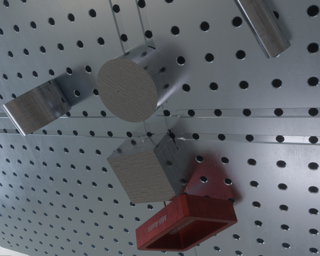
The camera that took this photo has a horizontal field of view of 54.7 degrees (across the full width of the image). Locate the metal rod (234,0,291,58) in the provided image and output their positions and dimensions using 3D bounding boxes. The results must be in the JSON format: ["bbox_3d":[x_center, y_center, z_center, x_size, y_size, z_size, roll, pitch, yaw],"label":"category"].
[{"bbox_3d":[0.032,-0.195,0.273,0.025,0.025,0.299,-26,105,37],"label":"metal rod"}]

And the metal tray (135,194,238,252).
[{"bbox_3d":[0.034,0.141,0.445,0.091,0.030,0.129,15,136,-29],"label":"metal tray"}]

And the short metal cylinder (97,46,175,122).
[{"bbox_3d":[-0.029,-0.054,0.377,0.080,0.050,0.079,13,124,21],"label":"short metal cylinder"}]

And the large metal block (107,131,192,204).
[{"bbox_3d":[-0.014,0.057,0.438,0.080,0.050,0.080,-14,111,34],"label":"large metal block"}]

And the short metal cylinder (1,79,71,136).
[{"bbox_3d":[-0.178,-0.031,0.451,0.080,0.080,0.050,-17,110,35],"label":"short metal cylinder"}]
